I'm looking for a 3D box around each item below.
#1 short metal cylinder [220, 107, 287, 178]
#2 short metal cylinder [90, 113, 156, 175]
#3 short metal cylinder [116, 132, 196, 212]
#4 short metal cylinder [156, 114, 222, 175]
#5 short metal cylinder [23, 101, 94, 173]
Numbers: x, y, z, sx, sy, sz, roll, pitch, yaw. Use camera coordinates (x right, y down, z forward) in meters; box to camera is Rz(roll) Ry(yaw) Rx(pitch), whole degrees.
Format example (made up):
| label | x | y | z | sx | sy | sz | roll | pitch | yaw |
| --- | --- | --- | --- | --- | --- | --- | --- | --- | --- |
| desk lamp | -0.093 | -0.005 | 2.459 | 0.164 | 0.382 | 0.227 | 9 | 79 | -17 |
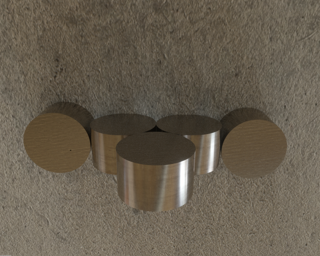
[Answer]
| label | x | y | z | sx | sy | sz | roll | pitch | yaw |
| --- | --- | --- | --- | --- | --- | --- | --- | --- | --- |
| short metal cylinder | 0.116 | 0.018 | 0.405 | 0.081 | 0.050 | 0.079 | 0 | 111 | -1 |
| short metal cylinder | -0.045 | 0.017 | 0.388 | 0.081 | 0.080 | 0.050 | 0 | 110 | 0 |
| short metal cylinder | -0.004 | 0.042 | 0.323 | 0.081 | 0.080 | 0.050 | 1 | 111 | -1 |
| short metal cylinder | 0.035 | 0.018 | 0.389 | 0.081 | 0.080 | 0.050 | 0 | 109 | 0 |
| short metal cylinder | -0.125 | 0.011 | 0.400 | 0.081 | 0.050 | 0.079 | 0 | 110 | -1 |
